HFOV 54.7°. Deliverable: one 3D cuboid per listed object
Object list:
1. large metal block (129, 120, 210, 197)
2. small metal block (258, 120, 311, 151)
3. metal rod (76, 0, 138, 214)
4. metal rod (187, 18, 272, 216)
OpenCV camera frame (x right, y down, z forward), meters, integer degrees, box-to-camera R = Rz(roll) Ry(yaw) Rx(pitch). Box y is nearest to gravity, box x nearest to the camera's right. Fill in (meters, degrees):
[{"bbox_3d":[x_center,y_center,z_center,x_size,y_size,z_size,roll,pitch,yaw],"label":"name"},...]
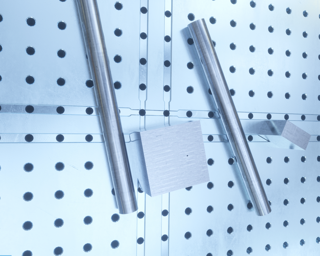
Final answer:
[{"bbox_3d":[0.012,0.036,0.405,0.081,0.050,0.079,-11,94,-20],"label":"large metal block"},{"bbox_3d":[0.189,0.011,0.471,0.050,0.050,0.025,28,81,-18],"label":"small metal block"},{"bbox_3d":[-0.068,-0.040,0.388,0.025,0.025,0.298,-12,94,-20],"label":"metal rod"},{"bbox_3d":[0.104,-0.010,0.452,0.025,0.025,0.298,-24,98,-19],"label":"metal rod"}]
